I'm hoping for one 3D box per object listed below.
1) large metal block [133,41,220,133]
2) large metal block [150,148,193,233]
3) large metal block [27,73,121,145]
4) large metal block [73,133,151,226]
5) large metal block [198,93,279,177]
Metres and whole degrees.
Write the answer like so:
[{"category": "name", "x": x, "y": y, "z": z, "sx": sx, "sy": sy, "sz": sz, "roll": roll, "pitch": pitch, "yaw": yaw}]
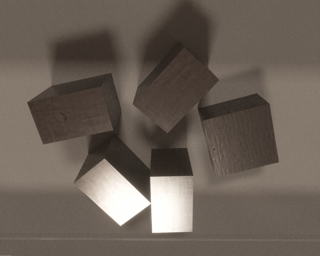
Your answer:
[{"category": "large metal block", "x": 0.016, "y": -0.051, "z": 0.363, "sx": 0.050, "sy": 0.080, "sz": 0.080, "roll": 40, "pitch": 105, "yaw": -14}, {"category": "large metal block", "x": 0.014, "y": 0.080, "z": 0.412, "sx": 0.050, "sy": 0.080, "sz": 0.079, "roll": -1, "pitch": 110, "yaw": 0}, {"category": "large metal block", "x": -0.096, "y": -0.026, "z": 0.371, "sx": 0.080, "sy": 0.080, "sz": 0.050, "roll": -12, "pitch": 110, "yaw": 4}, {"category": "large metal block", "x": -0.056, "y": 0.064, "z": 0.405, "sx": 0.050, "sy": 0.080, "sz": 0.080, "roll": -39, "pitch": 106, "yaw": 13}, {"category": "large metal block", "x": 0.100, "y": 0.009, "z": 0.403, "sx": 0.080, "sy": 0.050, "sz": 0.080, "roll": -15, "pitch": 110, "yaw": 5}]
